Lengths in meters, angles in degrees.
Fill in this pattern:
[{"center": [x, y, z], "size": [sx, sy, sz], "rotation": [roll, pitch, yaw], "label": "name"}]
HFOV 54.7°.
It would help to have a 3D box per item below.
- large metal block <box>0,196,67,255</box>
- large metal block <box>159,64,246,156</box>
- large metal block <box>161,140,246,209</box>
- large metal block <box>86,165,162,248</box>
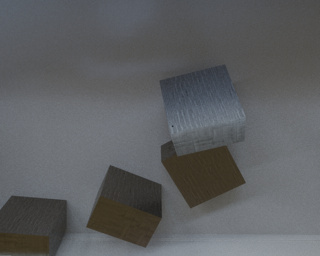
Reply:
[{"center": [-0.182, 0.141, 0.431], "size": [0.081, 0.080, 0.050], "rotation": [5, 110, -3], "label": "large metal block"}, {"center": [0.049, -0.021, 0.367], "size": [0.080, 0.080, 0.050], "rotation": [-13, 145, 4], "label": "large metal block"}, {"center": [0.056, 0.048, 0.417], "size": [0.080, 0.050, 0.080], "rotation": [-28, 108, 9], "label": "large metal block"}, {"center": [-0.045, 0.103, 0.419], "size": [0.080, 0.080, 0.050], "rotation": [23, 108, -9], "label": "large metal block"}]
